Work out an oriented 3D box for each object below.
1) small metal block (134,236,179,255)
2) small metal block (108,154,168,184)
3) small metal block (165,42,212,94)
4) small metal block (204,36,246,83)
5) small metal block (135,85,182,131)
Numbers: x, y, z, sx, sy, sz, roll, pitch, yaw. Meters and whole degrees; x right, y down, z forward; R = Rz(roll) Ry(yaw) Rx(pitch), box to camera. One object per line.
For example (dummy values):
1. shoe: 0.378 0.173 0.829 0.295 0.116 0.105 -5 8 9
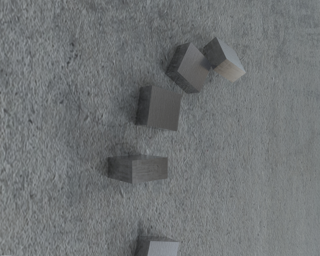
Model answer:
1. small metal block: -0.006 0.169 0.400 0.050 0.025 0.050 19 78 -38
2. small metal block: -0.026 0.047 0.366 0.050 0.050 0.025 -1 91 -40
3. small metal block: 0.041 -0.084 0.439 0.050 0.025 0.050 37 67 -34
4. small metal block: 0.098 -0.103 0.470 0.050 0.025 0.050 21 42 -40
5. small metal block: -0.001 -0.024 0.403 0.050 0.025 0.050 12 82 -39
